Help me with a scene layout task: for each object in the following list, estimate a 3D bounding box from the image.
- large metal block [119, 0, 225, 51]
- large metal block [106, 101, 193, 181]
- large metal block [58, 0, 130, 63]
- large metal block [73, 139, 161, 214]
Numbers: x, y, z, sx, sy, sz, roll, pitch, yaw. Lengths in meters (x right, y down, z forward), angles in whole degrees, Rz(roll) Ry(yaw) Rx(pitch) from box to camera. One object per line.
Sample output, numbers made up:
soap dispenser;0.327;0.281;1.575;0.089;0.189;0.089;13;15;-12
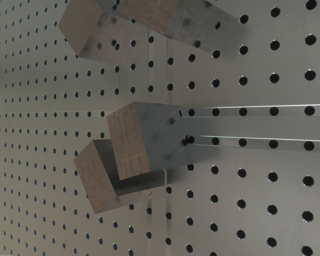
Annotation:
large metal block;0.014;-0.137;0.363;0.080;0.081;0.050;39;114;33
large metal block;-0.012;0.016;0.384;0.050;0.081;0.080;-23;76;38
large metal block;-0.105;-0.162;0.481;0.080;0.050;0.080;-51;60;28
large metal block;-0.058;0.062;0.423;0.050;0.081;0.080;-42;65;32
